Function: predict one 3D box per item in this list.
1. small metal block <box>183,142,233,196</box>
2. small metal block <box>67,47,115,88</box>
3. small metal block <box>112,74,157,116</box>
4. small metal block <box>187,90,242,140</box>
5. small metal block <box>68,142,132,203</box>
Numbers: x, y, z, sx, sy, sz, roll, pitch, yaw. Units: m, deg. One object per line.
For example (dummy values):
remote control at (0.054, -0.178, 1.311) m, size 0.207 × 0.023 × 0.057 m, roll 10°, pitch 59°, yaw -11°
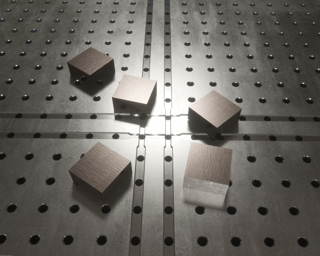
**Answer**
small metal block at (0.057, 0.048, 0.368) m, size 0.050 × 0.025 × 0.050 m, roll 10°, pitch 51°, yaw 8°
small metal block at (-0.107, -0.097, 0.487) m, size 0.050 × 0.025 × 0.050 m, roll 31°, pitch 56°, yaw 23°
small metal block at (-0.036, -0.048, 0.448) m, size 0.050 × 0.025 × 0.050 m, roll 12°, pitch 51°, yaw 9°
small metal block at (0.074, -0.019, 0.425) m, size 0.050 × 0.025 × 0.050 m, roll -35°, pitch 58°, yaw -26°
small metal block at (-0.069, 0.051, 0.364) m, size 0.050 × 0.025 × 0.050 m, roll 28°, pitch 55°, yaw 21°
